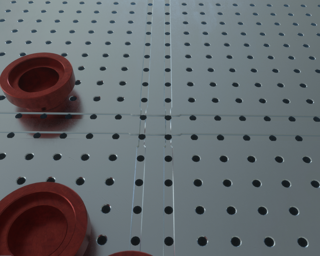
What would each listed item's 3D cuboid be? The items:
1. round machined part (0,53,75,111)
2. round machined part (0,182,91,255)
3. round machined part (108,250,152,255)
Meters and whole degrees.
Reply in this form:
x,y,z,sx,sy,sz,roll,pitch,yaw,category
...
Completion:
x,y,z,sx,sy,sz,roll,pitch,yaw,category
-0.172,-0.062,0.447,0.099,0.042,0.098,0,50,0,round machined part
-0.118,0.106,0.306,0.099,0.042,0.098,0,50,0,round machined part
-0.028,0.155,0.266,0.099,0.042,0.098,0,50,0,round machined part
